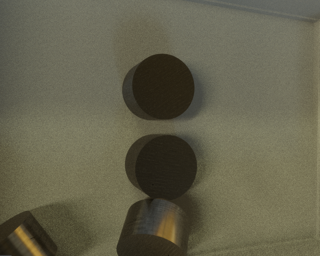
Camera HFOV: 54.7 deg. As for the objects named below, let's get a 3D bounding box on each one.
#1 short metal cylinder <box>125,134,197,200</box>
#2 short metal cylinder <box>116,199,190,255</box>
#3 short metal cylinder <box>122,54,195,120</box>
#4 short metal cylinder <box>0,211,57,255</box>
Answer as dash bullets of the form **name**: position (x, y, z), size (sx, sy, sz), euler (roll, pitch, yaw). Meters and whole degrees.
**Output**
- **short metal cylinder**: position (0.000, 0.048, 0.398), size (0.081, 0.050, 0.079), euler (0, 90, -21)
- **short metal cylinder**: position (-0.006, 0.131, 0.372), size (0.080, 0.080, 0.050), euler (39, 33, -16)
- **short metal cylinder**: position (-0.003, -0.050, 0.397), size (0.081, 0.050, 0.079), euler (0, 90, -21)
- **short metal cylinder**: position (-0.157, 0.133, 0.324), size (0.080, 0.080, 0.050), euler (-35, 102, -17)
